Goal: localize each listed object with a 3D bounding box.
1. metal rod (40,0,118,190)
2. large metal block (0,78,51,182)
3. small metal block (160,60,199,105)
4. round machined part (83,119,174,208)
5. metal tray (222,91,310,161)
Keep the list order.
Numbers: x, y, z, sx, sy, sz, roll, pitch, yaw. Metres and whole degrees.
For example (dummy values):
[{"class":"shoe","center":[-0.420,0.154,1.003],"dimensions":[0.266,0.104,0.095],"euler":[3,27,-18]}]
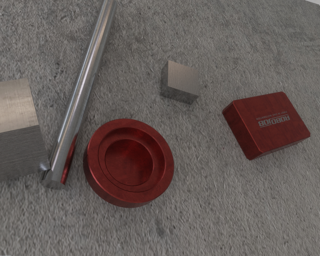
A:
[{"class":"metal rod","center":[-0.093,-0.067,0.394],"dimensions":[0.025,0.025,0.300],"euler":[19,54,-17]},{"class":"large metal block","center":[-0.147,0.008,0.271],"dimensions":[0.081,0.080,0.050],"euler":[-14,61,-20]},{"class":"small metal block","center":[0.029,-0.067,0.461],"dimensions":[0.050,0.025,0.050],"euler":[15,56,-20]},{"class":"round machined part","center":[-0.037,0.042,0.347],"dimensions":[0.099,0.042,0.098],"euler":[14,56,-21]},{"class":"metal tray","center":[0.173,-0.007,0.498],"dimensions":[0.131,0.030,0.090],"euler":[-12,68,-33]}]
